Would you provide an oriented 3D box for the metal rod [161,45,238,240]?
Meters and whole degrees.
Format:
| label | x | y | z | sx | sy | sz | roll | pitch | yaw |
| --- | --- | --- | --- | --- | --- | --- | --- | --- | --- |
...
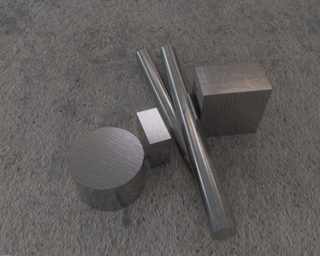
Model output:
| label | x | y | z | sx | sy | sz | roll | pitch | yaw |
| --- | --- | --- | --- | --- | --- | --- | --- | --- | --- |
| metal rod | 0.035 | -0.012 | 0.381 | 0.025 | 0.025 | 0.300 | -7 | 47 | -6 |

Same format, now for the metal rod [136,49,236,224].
| label | x | y | z | sx | sy | sz | roll | pitch | yaw |
| --- | --- | --- | --- | --- | --- | --- | --- | --- | --- |
| metal rod | 0.020 | -0.009 | 0.410 | 0.025 | 0.025 | 0.300 | -14 | 52 | -12 |

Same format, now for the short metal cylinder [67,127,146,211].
| label | x | y | z | sx | sy | sz | roll | pitch | yaw |
| --- | --- | --- | --- | --- | --- | --- | --- | --- | --- |
| short metal cylinder | -0.057 | 0.046 | 0.348 | 0.081 | 0.050 | 0.080 | 0 | 50 | 0 |

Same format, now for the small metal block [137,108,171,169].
| label | x | y | z | sx | sy | sz | roll | pitch | yaw |
| --- | --- | --- | --- | --- | --- | --- | --- | --- | --- |
| small metal block | -0.008 | 0.012 | 0.377 | 0.025 | 0.050 | 0.050 | -16 | 52 | -13 |

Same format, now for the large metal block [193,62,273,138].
| label | x | y | z | sx | sy | sz | roll | pitch | yaw |
| --- | --- | --- | --- | --- | --- | --- | --- | --- | --- |
| large metal block | 0.086 | -0.034 | 0.397 | 0.081 | 0.080 | 0.050 | -6 | 50 | -5 |
